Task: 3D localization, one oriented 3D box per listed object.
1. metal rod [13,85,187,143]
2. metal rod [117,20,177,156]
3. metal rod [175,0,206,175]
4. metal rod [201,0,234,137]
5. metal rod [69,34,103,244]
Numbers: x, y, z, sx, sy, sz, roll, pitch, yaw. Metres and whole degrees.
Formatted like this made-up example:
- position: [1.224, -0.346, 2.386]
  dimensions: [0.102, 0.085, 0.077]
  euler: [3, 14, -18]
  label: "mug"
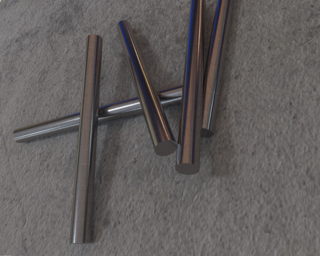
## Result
- position: [-0.097, -0.017, 0.463]
  dimensions: [0.301, 0.025, 0.025]
  euler: [-12, 57, 21]
  label: "metal rod"
- position: [-0.029, -0.078, 0.439]
  dimensions: [0.025, 0.025, 0.300]
  euler: [-29, 44, 9]
  label: "metal rod"
- position: [0.044, -0.078, 0.405]
  dimensions: [0.025, 0.025, 0.300]
  euler: [-10, 51, 23]
  label: "metal rod"
- position: [0.083, -0.126, 0.436]
  dimensions: [0.025, 0.025, 0.300]
  euler: [-1, 61, 27]
  label: "metal rod"
- position: [-0.099, 0.000, 0.426]
  dimensions: [0.025, 0.025, 0.299]
  euler: [-11, 65, 22]
  label: "metal rod"
